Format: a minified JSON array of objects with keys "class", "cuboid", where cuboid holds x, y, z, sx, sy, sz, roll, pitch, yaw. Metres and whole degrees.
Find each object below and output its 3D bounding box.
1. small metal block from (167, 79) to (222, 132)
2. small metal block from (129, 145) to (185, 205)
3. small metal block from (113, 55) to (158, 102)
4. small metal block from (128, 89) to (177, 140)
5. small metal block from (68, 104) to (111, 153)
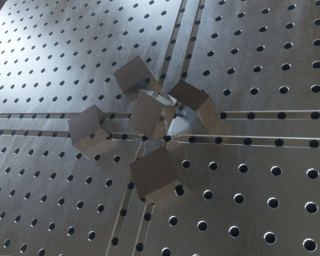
[{"class":"small metal block","cuboid":[0.044,-0.028,0.387,0.025,0.050,0.050,-48,51,-6]},{"class":"small metal block","cuboid":[-0.004,0.057,0.376,0.050,0.025,0.050,-29,52,9]},{"class":"small metal block","cuboid":[-0.038,-0.077,0.477,0.050,0.025,0.050,-35,51,5]},{"class":"small metal block","cuboid":[-0.010,-0.018,0.411,0.050,0.025,0.050,36,113,38]},{"class":"small metal block","cuboid":[-0.107,0.000,0.466,0.050,0.025,0.050,-30,52,9]}]
